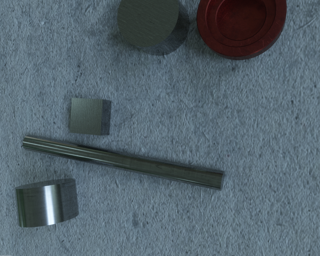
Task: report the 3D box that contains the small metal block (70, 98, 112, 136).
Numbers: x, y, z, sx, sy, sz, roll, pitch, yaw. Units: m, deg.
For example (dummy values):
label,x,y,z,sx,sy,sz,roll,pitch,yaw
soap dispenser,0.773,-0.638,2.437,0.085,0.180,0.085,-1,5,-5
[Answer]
label,x,y,z,sx,sy,sz,roll,pitch,yaw
small metal block,-0.099,-0.016,0.444,0.050,0.025,0.050,5,92,19

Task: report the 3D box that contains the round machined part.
label,x,y,z,sx,sy,sz,roll,pitch,yaw
round machined part,0.096,-0.129,0.366,0.098,0.042,0.097,0,90,20

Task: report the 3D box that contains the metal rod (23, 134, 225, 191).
label,x,y,z,sx,sy,sz,roll,pitch,yaw
metal rod,-0.063,0.044,0.431,0.301,0.025,0.025,9,93,19

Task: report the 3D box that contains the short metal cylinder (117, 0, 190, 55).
label,x,y,z,sx,sy,sz,roll,pitch,yaw
short metal cylinder,-0.007,-0.138,0.398,0.080,0.050,0.079,0,90,20

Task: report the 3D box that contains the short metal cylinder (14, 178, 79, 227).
label,x,y,z,sx,sy,sz,roll,pitch,yaw
short metal cylinder,-0.158,0.103,0.435,0.080,0.080,0.050,-7,88,20
